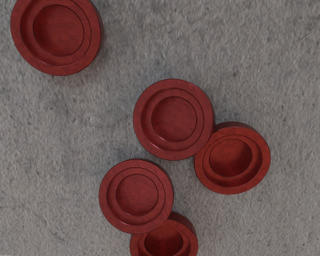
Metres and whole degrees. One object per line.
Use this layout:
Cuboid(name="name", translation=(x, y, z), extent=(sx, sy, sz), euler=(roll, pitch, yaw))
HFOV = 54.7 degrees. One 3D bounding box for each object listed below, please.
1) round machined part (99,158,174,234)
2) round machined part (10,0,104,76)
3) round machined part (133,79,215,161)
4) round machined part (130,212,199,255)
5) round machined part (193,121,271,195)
Cuboid(name="round machined part", translation=(-0.029, 0.089, 0.422), extent=(0.099, 0.042, 0.097), euler=(0, 89, 5))
Cuboid(name="round machined part", translation=(-0.114, -0.112, 0.358), extent=(0.099, 0.042, 0.097), euler=(0, 110, -1))
Cuboid(name="round machined part", translation=(0.020, -0.011, 0.385), extent=(0.098, 0.042, 0.097), euler=(1, 95, 16))
Cuboid(name="round machined part", translation=(0.006, 0.164, 0.461), extent=(0.099, 0.042, 0.097), euler=(0, 110, -1))
Cuboid(name="round machined part", translation=(0.093, 0.037, 0.416), extent=(0.099, 0.042, 0.097), euler=(0, 110, -1))
